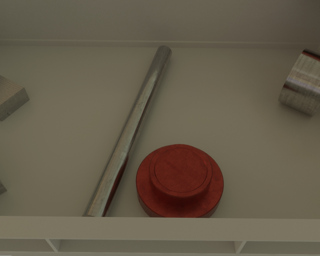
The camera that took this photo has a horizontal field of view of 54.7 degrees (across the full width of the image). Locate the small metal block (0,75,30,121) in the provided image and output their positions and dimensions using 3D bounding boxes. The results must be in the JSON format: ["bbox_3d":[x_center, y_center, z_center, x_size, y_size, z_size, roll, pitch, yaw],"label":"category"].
[{"bbox_3d":[-0.225,-0.043,0.438,0.050,0.025,0.050,25,54,19],"label":"small metal block"}]

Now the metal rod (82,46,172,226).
[{"bbox_3d":[-0.031,-0.014,0.416,0.025,0.025,0.300,12,51,9],"label":"metal rod"}]

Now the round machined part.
[{"bbox_3d":[0.022,0.057,0.347,0.099,0.042,0.098,0,50,0],"label":"round machined part"}]

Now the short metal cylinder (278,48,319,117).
[{"bbox_3d":[0.205,-0.062,0.424,0.050,0.080,0.080,29,56,22],"label":"short metal cylinder"}]

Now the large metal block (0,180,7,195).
[{"bbox_3d":[-0.233,0.054,0.341,0.080,0.050,0.080,-34,58,-25],"label":"large metal block"}]
